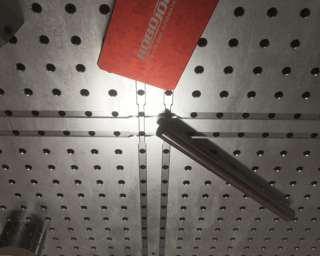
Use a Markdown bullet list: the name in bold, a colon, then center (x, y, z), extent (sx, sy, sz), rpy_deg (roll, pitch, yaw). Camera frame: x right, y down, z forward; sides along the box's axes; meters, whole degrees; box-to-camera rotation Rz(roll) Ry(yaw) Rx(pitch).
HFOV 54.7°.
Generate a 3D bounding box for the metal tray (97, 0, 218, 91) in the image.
- **metal tray**: center (-0.004, -0.108, 0.317), extent (0.091, 0.030, 0.129), rpy_deg (16, 128, -14)

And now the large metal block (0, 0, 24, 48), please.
- **large metal block**: center (-0.200, -0.105, 0.303), extent (0.080, 0.050, 0.080), rpy_deg (-26, 126, 20)

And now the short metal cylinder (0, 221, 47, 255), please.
- **short metal cylinder**: center (-0.260, 0.218, 0.578), extent (0.081, 0.050, 0.079), rpy_deg (0, 130, 0)

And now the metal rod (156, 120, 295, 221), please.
- **metal rod**: center (0.115, 0.076, 0.478), extent (0.301, 0.025, 0.025), rpy_deg (34, 122, -26)
